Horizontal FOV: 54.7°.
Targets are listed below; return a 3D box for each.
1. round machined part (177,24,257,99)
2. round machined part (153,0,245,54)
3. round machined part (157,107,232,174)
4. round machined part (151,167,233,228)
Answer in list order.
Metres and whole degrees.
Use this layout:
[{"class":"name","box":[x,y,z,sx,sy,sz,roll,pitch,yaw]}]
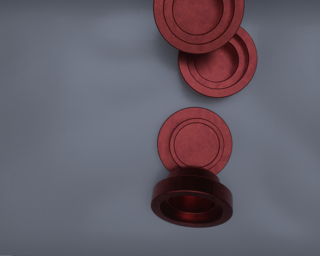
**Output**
[{"class":"round machined part","box":[0.072,-0.086,0.403,0.099,0.042,0.097,0,90,0]},{"class":"round machined part","box":[0.042,-0.135,0.353,0.099,0.042,0.097,0,106,0]},{"class":"round machined part","box":[0.045,0.021,0.403,0.099,0.042,0.097,0,90,0]},{"class":"round machined part","box":[0.040,0.084,0.385,0.099,0.097,0.042,10,50,0]}]
